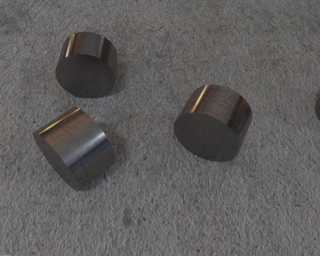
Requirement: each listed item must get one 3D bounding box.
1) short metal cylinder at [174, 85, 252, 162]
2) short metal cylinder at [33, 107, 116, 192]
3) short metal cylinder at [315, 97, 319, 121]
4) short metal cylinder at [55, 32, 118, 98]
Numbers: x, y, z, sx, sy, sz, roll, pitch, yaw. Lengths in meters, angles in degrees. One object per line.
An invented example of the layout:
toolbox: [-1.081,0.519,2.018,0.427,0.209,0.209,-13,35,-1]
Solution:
short metal cylinder: [0.064,-0.005,0.372,0.080,0.080,0.050,21,53,16]
short metal cylinder: [-0.095,0.024,0.347,0.080,0.080,0.050,37,59,26]
short metal cylinder: [0.260,-0.034,0.417,0.080,0.050,0.080,0,50,0]
short metal cylinder: [-0.102,-0.088,0.441,0.081,0.080,0.050,-1,50,-1]
